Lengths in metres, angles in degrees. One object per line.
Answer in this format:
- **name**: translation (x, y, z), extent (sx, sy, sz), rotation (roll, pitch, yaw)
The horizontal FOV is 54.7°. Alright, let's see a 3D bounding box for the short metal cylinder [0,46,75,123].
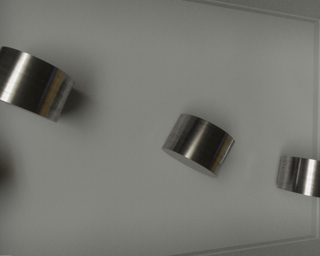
- **short metal cylinder**: translation (-0.139, -0.044, 0.330), extent (0.080, 0.080, 0.050), rotation (24, 82, -19)

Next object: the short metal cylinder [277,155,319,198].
- **short metal cylinder**: translation (0.222, 0.073, 0.466), extent (0.081, 0.080, 0.050), rotation (12, 86, -20)

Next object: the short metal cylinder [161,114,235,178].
- **short metal cylinder**: translation (0.049, 0.024, 0.401), extent (0.080, 0.080, 0.050), rotation (32, 80, -18)
